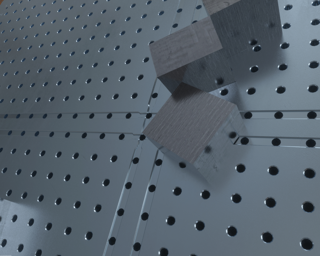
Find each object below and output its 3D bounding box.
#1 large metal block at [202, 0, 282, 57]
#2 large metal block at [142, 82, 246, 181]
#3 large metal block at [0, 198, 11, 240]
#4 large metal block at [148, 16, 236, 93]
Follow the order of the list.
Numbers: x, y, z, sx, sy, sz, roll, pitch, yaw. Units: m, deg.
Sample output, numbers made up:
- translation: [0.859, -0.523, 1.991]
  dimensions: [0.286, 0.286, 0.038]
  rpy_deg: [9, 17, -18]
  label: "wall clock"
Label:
- translation: [0.108, -0.151, 0.409]
  dimensions: [0.080, 0.080, 0.050]
  rpy_deg: [-23, 53, 14]
  label: "large metal block"
- translation: [0.041, 0.002, 0.369]
  dimensions: [0.080, 0.050, 0.080]
  rpy_deg: [30, 78, 37]
  label: "large metal block"
- translation: [-0.275, 0.142, 0.447]
  dimensions: [0.080, 0.050, 0.080]
  rpy_deg: [-11, 57, 22]
  label: "large metal block"
- translation: [0.043, -0.082, 0.395]
  dimensions: [0.080, 0.080, 0.050]
  rpy_deg: [-22, 64, 15]
  label: "large metal block"
